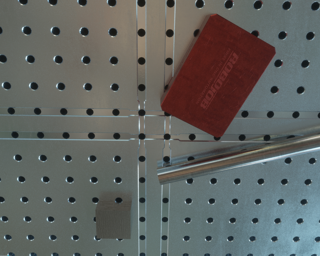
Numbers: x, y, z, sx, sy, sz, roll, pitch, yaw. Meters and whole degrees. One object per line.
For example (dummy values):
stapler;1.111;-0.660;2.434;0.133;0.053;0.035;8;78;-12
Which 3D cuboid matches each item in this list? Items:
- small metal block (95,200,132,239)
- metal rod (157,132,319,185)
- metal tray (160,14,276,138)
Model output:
small metal block;-0.068;0.137;0.463;0.050;0.025;0.050;1;110;-1
metal rod;0.145;0.035;0.428;0.302;0.025;0.025;-13;110;4
metal tray;0.069;-0.063;0.389;0.090;0.030;0.129;26;108;-10
